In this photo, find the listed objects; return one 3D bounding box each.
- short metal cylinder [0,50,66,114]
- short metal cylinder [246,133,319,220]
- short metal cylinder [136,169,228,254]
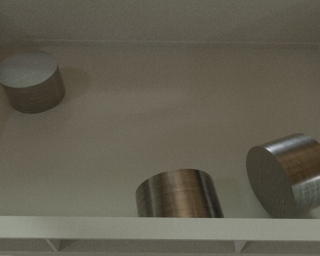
[{"bbox_3d":[-0.182,-0.066,0.442,0.081,0.050,0.080,0,50,0],"label":"short metal cylinder"},{"bbox_3d":[0.136,0.050,0.329,0.050,0.080,0.080,-16,52,-14],"label":"short metal cylinder"},{"bbox_3d":[0.019,0.082,0.300,0.081,0.080,0.050,-7,51,-6],"label":"short metal cylinder"}]
